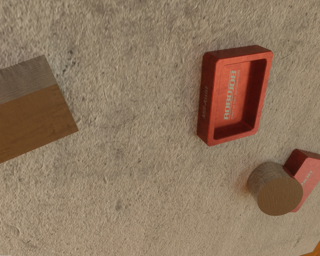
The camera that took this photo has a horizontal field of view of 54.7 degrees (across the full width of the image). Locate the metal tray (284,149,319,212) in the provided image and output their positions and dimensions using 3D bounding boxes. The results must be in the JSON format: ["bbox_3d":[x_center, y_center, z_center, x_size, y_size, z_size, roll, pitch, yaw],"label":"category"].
[{"bbox_3d":[0.272,0.108,0.619,0.091,0.030,0.129,12,112,-34],"label":"metal tray"}]

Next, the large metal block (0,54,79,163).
[{"bbox_3d":[-0.131,-0.020,0.287,0.081,0.080,0.050,-24,127,-14],"label":"large metal block"}]

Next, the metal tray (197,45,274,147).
[{"bbox_3d":[0.101,-0.044,0.431,0.091,0.030,0.129,-13,124,-21],"label":"metal tray"}]

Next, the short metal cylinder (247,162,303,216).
[{"bbox_3d":[0.204,0.109,0.553,0.081,0.050,0.079,-2,113,-5],"label":"short metal cylinder"}]
